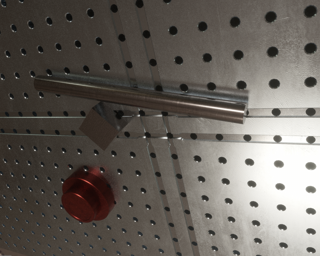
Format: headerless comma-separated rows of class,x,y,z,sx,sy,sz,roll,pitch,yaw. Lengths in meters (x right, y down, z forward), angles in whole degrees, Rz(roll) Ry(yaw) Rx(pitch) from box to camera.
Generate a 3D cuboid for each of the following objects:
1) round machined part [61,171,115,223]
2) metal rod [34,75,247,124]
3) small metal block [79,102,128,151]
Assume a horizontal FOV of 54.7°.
round machined part,-0.133,0.128,0.547,0.098,0.042,0.097,13,124,20
metal rod,-0.041,-0.041,0.405,0.301,0.025,0.025,10,123,22
small metal block,-0.083,-0.003,0.452,0.050,0.025,0.050,41,129,-1
